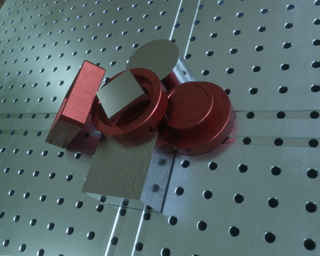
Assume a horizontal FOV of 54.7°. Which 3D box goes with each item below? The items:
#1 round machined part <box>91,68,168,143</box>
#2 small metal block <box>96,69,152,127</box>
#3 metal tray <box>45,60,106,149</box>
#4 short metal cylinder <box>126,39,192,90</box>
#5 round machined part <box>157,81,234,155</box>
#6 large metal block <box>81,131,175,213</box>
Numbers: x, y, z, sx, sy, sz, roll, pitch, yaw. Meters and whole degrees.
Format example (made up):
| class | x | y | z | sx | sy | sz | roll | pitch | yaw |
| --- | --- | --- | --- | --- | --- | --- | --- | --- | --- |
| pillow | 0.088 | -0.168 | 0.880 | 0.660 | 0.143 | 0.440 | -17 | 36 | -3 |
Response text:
| class | x | y | z | sx | sy | sz | roll | pitch | yaw |
| --- | --- | --- | --- | --- | --- | --- | --- | --- | --- |
| round machined part | -0.034 | -0.025 | 0.393 | 0.098 | 0.042 | 0.098 | -13 | 56 | 21 |
| small metal block | -0.043 | -0.036 | 0.374 | 0.050 | 0.025 | 0.050 | -36 | 51 | 4 |
| metal tray | -0.123 | -0.029 | 0.441 | 0.129 | 0.030 | 0.090 | -31 | 39 | 58 |
| short metal cylinder | -0.001 | -0.078 | 0.440 | 0.080 | 0.050 | 0.080 | -13 | 56 | 21 |
| round machined part | 0.039 | -0.019 | 0.387 | 0.098 | 0.042 | 0.098 | -13 | 56 | 21 |
| large metal block | -0.036 | 0.051 | 0.376 | 0.080 | 0.050 | 0.080 | 1 | 62 | 28 |
